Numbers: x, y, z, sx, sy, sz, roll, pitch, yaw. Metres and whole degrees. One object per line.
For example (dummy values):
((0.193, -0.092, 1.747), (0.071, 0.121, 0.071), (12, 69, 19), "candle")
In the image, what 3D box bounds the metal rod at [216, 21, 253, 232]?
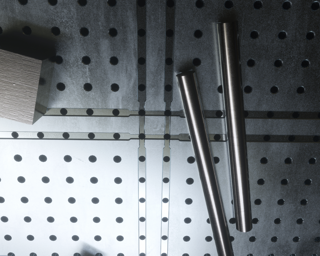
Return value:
((0.104, 0.012, 0.419), (0.025, 0.025, 0.298), (-9, 110, 3), "metal rod")

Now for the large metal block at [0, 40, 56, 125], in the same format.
((-0.181, -0.058, 0.376), (0.081, 0.050, 0.079), (15, 109, -6), "large metal block")

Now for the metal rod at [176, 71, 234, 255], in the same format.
((0.068, 0.067, 0.439), (0.025, 0.025, 0.298), (-13, 110, 4), "metal rod")
